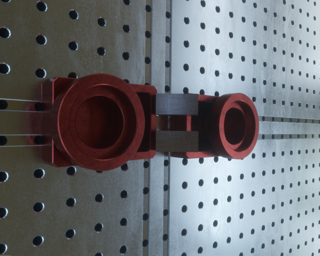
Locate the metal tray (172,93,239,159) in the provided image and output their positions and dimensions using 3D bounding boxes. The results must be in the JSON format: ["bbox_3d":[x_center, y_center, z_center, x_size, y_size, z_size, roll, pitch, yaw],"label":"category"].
[{"bbox_3d":[0.076,-0.002,0.470,0.131,0.030,0.089,1,90,-40],"label":"metal tray"}]

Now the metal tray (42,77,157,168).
[{"bbox_3d":[-0.064,-0.007,0.354,0.131,0.030,0.089,-1,93,-40],"label":"metal tray"}]

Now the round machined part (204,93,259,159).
[{"bbox_3d":[0.104,-0.003,0.469,0.099,0.042,0.097,0,90,-40],"label":"round machined part"}]

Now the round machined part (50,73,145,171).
[{"bbox_3d":[-0.067,-0.006,0.325,0.099,0.042,0.097,0,90,-40],"label":"round machined part"}]

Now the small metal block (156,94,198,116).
[{"bbox_3d":[0.022,-0.028,0.393,0.050,0.050,0.025,1,90,4],"label":"small metal block"}]

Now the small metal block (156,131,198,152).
[{"bbox_3d":[0.022,0.016,0.392,0.050,0.050,0.025,1,90,4],"label":"small metal block"}]
